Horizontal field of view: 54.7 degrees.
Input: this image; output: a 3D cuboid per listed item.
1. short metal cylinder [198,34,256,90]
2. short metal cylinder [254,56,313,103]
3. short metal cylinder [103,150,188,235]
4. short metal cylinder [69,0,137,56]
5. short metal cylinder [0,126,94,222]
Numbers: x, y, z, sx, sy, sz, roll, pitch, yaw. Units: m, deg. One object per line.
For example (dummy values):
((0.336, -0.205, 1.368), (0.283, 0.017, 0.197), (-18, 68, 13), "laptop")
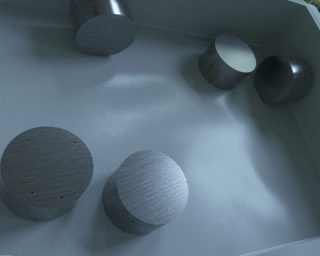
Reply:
((0.112, -0.111, 0.520), (0.081, 0.050, 0.080), (14, 56, -21), "short metal cylinder")
((0.214, -0.085, 0.540), (0.050, 0.080, 0.080), (-6, 65, -31), "short metal cylinder")
((-0.016, 0.071, 0.339), (0.081, 0.050, 0.080), (14, 56, -21), "short metal cylinder")
((-0.077, -0.142, 0.417), (0.081, 0.080, 0.050), (-4, 64, -30), "short metal cylinder")
((-0.111, 0.045, 0.303), (0.081, 0.050, 0.080), (14, 56, -21), "short metal cylinder")
